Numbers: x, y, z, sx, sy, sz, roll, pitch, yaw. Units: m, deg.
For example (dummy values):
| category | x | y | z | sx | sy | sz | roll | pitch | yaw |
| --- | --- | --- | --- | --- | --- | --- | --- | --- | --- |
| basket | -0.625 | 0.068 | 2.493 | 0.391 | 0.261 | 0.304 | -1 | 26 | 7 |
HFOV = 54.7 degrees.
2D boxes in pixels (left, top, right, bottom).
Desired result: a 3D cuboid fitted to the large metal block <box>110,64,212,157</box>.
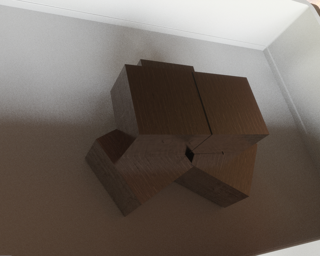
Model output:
| category | x | y | z | sx | sy | sz | roll | pitch | yaw |
| --- | --- | --- | --- | --- | --- | --- | --- | --- | --- |
| large metal block | -0.002 | -0.017 | 0.333 | 0.081 | 0.050 | 0.080 | 1 | 62 | -28 |

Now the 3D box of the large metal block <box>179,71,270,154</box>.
| category | x | y | z | sx | sy | sz | roll | pitch | yaw |
| --- | --- | --- | --- | --- | --- | --- | --- | --- | --- |
| large metal block | 0.070 | -0.017 | 0.369 | 0.081 | 0.050 | 0.080 | 1 | 62 | -28 |

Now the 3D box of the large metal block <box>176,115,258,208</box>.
| category | x | y | z | sx | sy | sz | roll | pitch | yaw |
| --- | --- | --- | --- | --- | --- | --- | --- | --- | --- |
| large metal block | 0.072 | 0.043 | 0.399 | 0.080 | 0.050 | 0.080 | 30 | 52 | -9 |

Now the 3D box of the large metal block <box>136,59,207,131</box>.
| category | x | y | z | sx | sy | sz | roll | pitch | yaw |
| --- | --- | --- | --- | --- | --- | --- | --- | --- | --- |
| large metal block | 0.008 | -0.041 | 0.417 | 0.081 | 0.050 | 0.080 | 1 | 61 | -28 |

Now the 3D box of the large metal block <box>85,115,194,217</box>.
| category | x | y | z | sx | sy | sz | roll | pitch | yaw |
| --- | --- | --- | --- | --- | --- | --- | --- | --- | --- |
| large metal block | -0.024 | 0.039 | 0.351 | 0.081 | 0.050 | 0.080 | -29 | 78 | -37 |
